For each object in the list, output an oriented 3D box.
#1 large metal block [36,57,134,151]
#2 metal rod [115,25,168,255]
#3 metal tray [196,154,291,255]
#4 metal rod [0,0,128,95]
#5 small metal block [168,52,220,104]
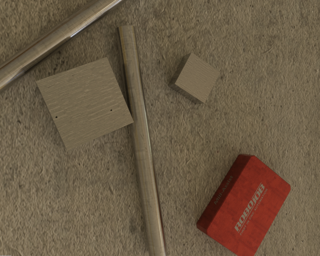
[{"bbox_3d":[-0.088,-0.028,0.364,0.081,0.050,0.080,-24,99,-19],"label":"large metal block"},{"bbox_3d":[-0.023,0.021,0.401,0.025,0.025,0.298,-9,93,-20],"label":"metal rod"},{"bbox_3d":[0.125,0.115,0.454,0.090,0.030,0.130,38,78,-16],"label":"metal tray"},{"bbox_3d":[-0.080,-0.143,0.379,0.301,0.025,0.025,-43,104,-15],"label":"metal rod"},{"bbox_3d":[0.047,-0.067,0.428,0.050,0.025,0.050,31,80,-18],"label":"small metal block"}]
